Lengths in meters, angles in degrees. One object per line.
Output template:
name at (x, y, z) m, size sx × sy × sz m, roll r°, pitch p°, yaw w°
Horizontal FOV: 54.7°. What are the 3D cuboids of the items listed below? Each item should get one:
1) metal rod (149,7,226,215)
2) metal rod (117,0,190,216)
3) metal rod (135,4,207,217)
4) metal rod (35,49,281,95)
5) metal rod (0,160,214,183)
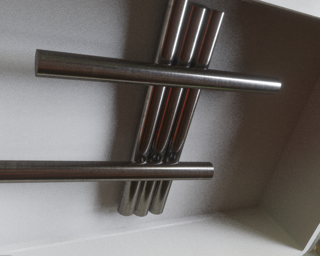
metal rod at (0.028, -0.005, 0.418) m, size 0.025 × 0.025 × 0.298 m, roll 1°, pitch 118°, yaw -29°
metal rod at (-0.015, -0.010, 0.393) m, size 0.025 × 0.025 × 0.298 m, roll 0°, pitch 118°, yaw -29°
metal rod at (0.005, -0.005, 0.407) m, size 0.025 × 0.025 × 0.298 m, roll 1°, pitch 118°, yaw -29°
metal rod at (0.022, -0.058, 0.350) m, size 0.303 × 0.025 × 0.025 m, roll 0°, pitch 118°, yaw -28°
metal rod at (-0.071, 0.053, 0.377) m, size 0.302 × 0.025 × 0.025 m, roll 3°, pitch 117°, yaw -22°
